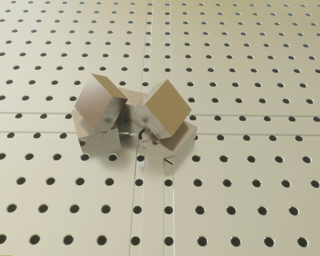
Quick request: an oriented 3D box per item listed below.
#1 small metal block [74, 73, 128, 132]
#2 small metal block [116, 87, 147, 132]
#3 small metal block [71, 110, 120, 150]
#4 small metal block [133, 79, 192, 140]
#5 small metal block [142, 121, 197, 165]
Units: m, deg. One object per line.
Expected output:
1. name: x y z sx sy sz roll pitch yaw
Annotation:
1. small metal block: -0.073 -0.031 0.380 0.025 0.050 0.050 4 35 -51
2. small metal block: -0.034 -0.022 0.409 0.050 0.050 0.025 15 52 11
3. small metal block: -0.085 -0.004 0.410 0.050 0.025 0.050 -15 52 -13
4. small metal block: 0.004 -0.022 0.376 0.050 0.025 0.050 50 54 -17
5. small metal block: 0.012 0.011 0.399 0.050 0.025 0.050 29 55 21
